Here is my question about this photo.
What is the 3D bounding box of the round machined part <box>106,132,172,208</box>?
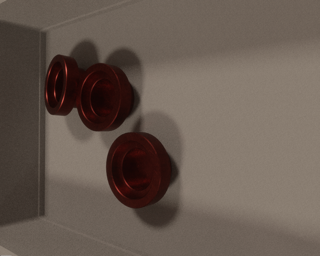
[{"bbox_3d":[-0.024,0.054,0.413,0.098,0.042,0.097,0,90,39],"label":"round machined part"}]

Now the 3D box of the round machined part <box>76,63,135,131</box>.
[{"bbox_3d":[-0.076,-0.044,0.456,0.098,0.042,0.097,0,90,39],"label":"round machined part"}]

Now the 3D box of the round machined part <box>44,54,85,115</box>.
[{"bbox_3d":[-0.153,-0.068,0.510,0.098,0.042,0.097,-7,80,51],"label":"round machined part"}]
